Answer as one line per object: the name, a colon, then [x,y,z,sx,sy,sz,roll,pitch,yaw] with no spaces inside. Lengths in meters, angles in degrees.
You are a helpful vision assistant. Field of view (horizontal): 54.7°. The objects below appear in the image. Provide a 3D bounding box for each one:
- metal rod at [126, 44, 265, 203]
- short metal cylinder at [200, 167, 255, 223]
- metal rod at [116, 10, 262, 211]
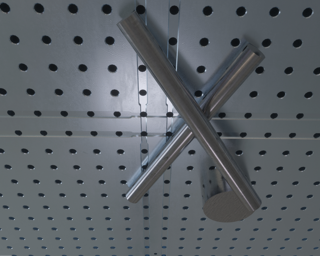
metal rod: [0.030,0.014,0.423,0.025,0.025,0.298,24,126,-19]
short metal cylinder: [0.105,0.103,0.484,0.081,0.050,0.079,0,130,0]
metal rod: [0.048,-0.003,0.375,0.025,0.025,0.300,-27,115,21]
